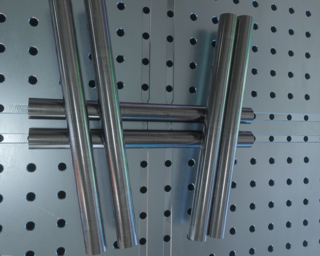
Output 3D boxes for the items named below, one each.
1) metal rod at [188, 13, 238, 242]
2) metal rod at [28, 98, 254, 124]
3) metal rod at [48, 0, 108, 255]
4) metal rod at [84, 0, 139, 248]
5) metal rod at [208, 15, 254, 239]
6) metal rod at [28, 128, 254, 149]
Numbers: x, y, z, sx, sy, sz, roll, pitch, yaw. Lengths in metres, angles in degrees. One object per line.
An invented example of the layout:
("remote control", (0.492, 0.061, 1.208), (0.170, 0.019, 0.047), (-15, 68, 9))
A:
("metal rod", (0.071, -0.003, 0.413), (0.025, 0.025, 0.299), (10, 87, -20))
("metal rod", (-0.009, -0.020, 0.409), (0.302, 0.025, 0.025), (1, 90, -20))
("metal rod", (-0.093, -0.006, 0.352), (0.025, 0.025, 0.298), (-9, 93, -20))
("metal rod", (-0.057, -0.009, 0.365), (0.025, 0.025, 0.298), (-8, 93, -20))
("metal rod", (0.096, -0.004, 0.422), (0.025, 0.025, 0.299), (10, 87, -20))
("metal rod", (-0.009, 0.015, 0.410), (0.302, 0.025, 0.025), (1, 90, -20))
